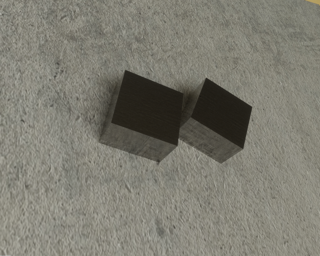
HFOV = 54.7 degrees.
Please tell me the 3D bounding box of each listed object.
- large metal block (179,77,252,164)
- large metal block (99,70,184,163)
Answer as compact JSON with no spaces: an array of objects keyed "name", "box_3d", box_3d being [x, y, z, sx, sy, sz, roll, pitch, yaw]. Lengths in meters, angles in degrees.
[{"name":"large metal block","box_3d":[0.075,-0.010,0.434,0.080,0.050,0.080,31,52,-9]},{"name":"large metal block","box_3d":[-0.021,-0.013,0.384,0.080,0.050,0.080,20,54,-16]}]
